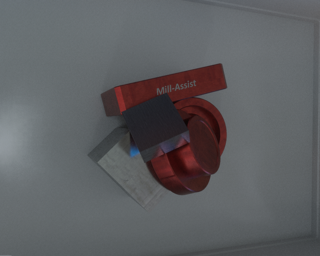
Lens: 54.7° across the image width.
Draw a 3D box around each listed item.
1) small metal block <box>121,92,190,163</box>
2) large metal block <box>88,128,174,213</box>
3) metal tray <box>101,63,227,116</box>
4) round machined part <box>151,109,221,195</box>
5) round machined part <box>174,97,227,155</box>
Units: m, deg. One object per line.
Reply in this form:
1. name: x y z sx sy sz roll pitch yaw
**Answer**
1. small metal block: -0.004 -0.001 0.310 0.050 0.025 0.050 -24 60 -6
2. large metal block: -0.034 0.046 0.368 0.050 0.080 0.080 -46 105 -14
3. metal tray: 0.002 -0.045 0.375 0.131 0.090 0.030 -16 96 -20
4. round machined part: 0.034 0.024 0.352 0.098 0.042 0.098 32 48 -43
5. round machined part: 0.036 0.009 0.416 0.099 0.042 0.097 0 90 -21
